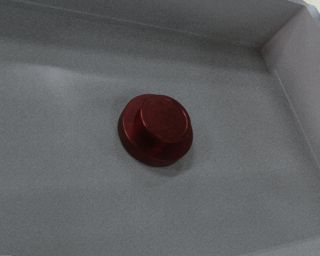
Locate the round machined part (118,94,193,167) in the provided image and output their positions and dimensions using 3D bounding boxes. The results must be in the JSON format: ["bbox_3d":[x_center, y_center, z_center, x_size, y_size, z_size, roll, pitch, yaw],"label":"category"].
[{"bbox_3d":[0.000,-0.003,0.394,0.099,0.042,0.098,14,56,-21],"label":"round machined part"}]
